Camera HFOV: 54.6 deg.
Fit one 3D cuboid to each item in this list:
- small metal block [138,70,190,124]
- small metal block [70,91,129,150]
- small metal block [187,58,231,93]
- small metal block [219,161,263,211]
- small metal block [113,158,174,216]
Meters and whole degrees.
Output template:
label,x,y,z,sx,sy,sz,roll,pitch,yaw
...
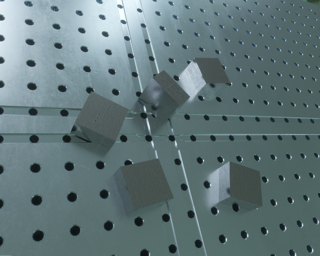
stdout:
label,x,y,z,sx,sy,sz,roll,pitch,yaw
small metal block,0.005,-0.041,0.419,0.050,0.050,0.025,46,51,4
small metal block,-0.072,-0.009,0.375,0.050,0.025,0.050,26,53,-12
small metal block,0.078,-0.086,0.502,0.050,0.025,0.050,-7,65,-31
small metal block,0.108,0.079,0.417,0.050,0.025,0.050,19,54,-17
small metal block,-0.019,0.067,0.356,0.050,0.025,0.050,-9,66,-32
